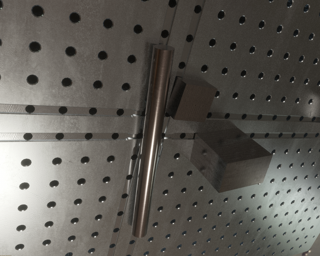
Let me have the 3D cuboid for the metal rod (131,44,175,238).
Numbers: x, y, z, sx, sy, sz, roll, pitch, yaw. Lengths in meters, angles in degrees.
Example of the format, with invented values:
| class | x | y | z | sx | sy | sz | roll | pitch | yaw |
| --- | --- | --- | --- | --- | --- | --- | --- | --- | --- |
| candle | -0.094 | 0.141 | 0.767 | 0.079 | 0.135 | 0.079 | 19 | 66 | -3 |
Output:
| class | x | y | z | sx | sy | sz | roll | pitch | yaw |
| --- | --- | --- | --- | --- | --- | --- | --- | --- | --- |
| metal rod | -0.014 | 0.037 | 0.427 | 0.025 | 0.025 | 0.298 | -6 | 122 | -26 |

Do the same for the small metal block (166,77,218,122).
| class | x | y | z | sx | sy | sz | roll | pitch | yaw |
| --- | --- | --- | --- | --- | --- | --- | --- | --- | --- |
| small metal block | 0.042 | -0.037 | 0.413 | 0.050 | 0.025 | 0.050 | 4 | 117 | -31 |

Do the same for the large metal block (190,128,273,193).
| class | x | y | z | sx | sy | sz | roll | pitch | yaw |
| --- | --- | --- | --- | --- | --- | --- | --- | --- | --- |
| large metal block | 0.103 | 0.045 | 0.462 | 0.081 | 0.080 | 0.050 | -6 | 121 | -26 |
